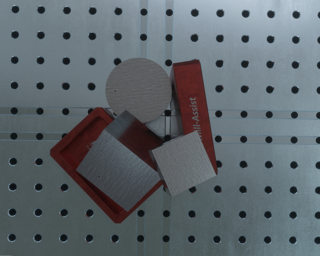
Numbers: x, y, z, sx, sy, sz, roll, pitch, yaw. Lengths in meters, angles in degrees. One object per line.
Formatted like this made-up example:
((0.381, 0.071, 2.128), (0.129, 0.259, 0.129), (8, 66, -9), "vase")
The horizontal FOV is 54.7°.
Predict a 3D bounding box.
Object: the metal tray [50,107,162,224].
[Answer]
((-0.066, 0.048, 0.409), (0.090, 0.030, 0.130), (-43, 91, 0), "metal tray")

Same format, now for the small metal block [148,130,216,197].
((0.022, 0.036, 0.319), (0.050, 0.025, 0.050), (-24, 91, -12), "small metal block")

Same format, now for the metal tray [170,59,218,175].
((0.039, -0.010, 0.381), (0.030, 0.090, 0.129), (-9, 90, 0), "metal tray")

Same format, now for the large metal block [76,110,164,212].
((-0.040, 0.040, 0.369), (0.080, 0.050, 0.080), (40, 125, -1), "large metal block")

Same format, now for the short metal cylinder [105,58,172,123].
((-0.026, -0.046, 0.400), (0.081, 0.050, 0.079), (0, 90, -1), "short metal cylinder")
